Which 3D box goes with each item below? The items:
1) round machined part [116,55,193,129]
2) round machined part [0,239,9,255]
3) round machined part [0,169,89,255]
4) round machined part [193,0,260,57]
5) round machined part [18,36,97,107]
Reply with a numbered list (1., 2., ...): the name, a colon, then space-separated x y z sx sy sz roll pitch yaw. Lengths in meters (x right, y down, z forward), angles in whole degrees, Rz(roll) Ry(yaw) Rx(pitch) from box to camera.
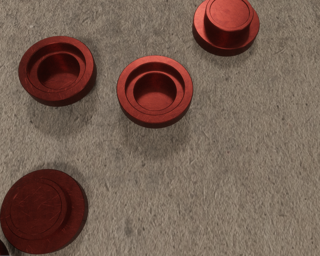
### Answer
1. round machined part: -0.007 -0.045 0.415 0.099 0.042 0.098 0 70 -1
2. round machined part: -0.212 0.161 0.338 0.099 0.042 0.098 0 70 -1
3. round machined part: -0.138 0.096 0.362 0.099 0.042 0.098 0 70 -1
4. round machined part: 0.099 -0.159 0.458 0.099 0.042 0.098 0 70 -1
5. round machined part: -0.136 -0.073 0.424 0.099 0.042 0.098 0 70 -1
